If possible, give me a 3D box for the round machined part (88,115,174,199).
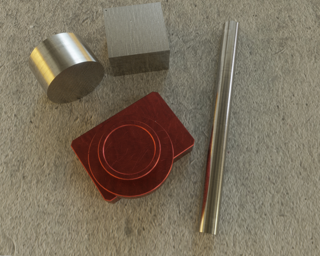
[{"bbox_3d":[-0.034,0.029,0.356,0.099,0.042,0.098,0,70,-1],"label":"round machined part"}]

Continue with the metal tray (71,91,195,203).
[{"bbox_3d":[-0.033,0.023,0.397,0.131,0.030,0.090,-33,74,-12],"label":"metal tray"}]

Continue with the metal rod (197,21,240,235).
[{"bbox_3d":[0.081,-0.014,0.414,0.025,0.025,0.299,10,70,3],"label":"metal rod"}]

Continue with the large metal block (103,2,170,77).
[{"bbox_3d":[-0.033,-0.125,0.440,0.081,0.050,0.080,-8,70,-4],"label":"large metal block"}]

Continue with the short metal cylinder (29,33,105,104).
[{"bbox_3d":[-0.121,-0.077,0.406,0.080,0.080,0.050,-32,74,-11],"label":"short metal cylinder"}]
